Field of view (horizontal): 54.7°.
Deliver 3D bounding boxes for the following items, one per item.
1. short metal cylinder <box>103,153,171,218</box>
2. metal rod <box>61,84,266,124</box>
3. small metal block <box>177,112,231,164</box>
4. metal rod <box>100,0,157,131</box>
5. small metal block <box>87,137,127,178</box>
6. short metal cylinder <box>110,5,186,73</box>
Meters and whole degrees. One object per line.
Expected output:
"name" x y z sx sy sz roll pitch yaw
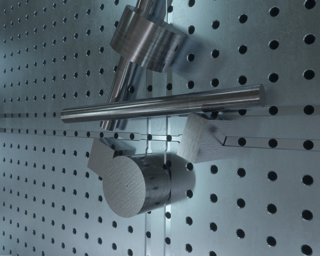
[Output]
"short metal cylinder" -0.032 0.076 0.420 0.080 0.050 0.079 0 90 40
"metal rod" -0.019 -0.026 0.403 0.300 0.025 0.025 -3 88 33
"small metal block" 0.050 0.010 0.352 0.025 0.050 0.050 25 106 37
"metal rod" -0.031 -0.136 0.435 0.025 0.025 0.298 31 109 35
"small metal block" -0.082 0.047 0.477 0.050 0.025 0.050 26 106 37
"short metal cylinder" -0.015 -0.111 0.386 0.080 0.081 0.050 43 116 31
